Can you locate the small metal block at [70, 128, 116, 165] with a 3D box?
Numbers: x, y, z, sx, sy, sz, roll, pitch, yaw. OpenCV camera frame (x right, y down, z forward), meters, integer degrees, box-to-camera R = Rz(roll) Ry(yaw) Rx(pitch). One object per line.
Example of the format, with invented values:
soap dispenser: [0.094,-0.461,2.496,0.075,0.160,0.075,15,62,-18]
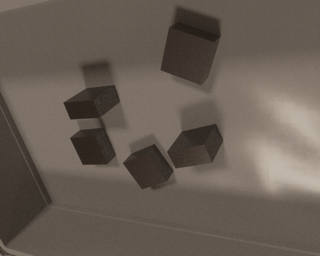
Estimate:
small metal block: [-0.103,0.029,0.479,0.050,0.025,0.050,-5,116,30]

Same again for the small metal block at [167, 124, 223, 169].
small metal block: [0.044,0.022,0.382,0.050,0.050,0.025,-14,111,33]

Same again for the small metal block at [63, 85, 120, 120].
small metal block: [-0.091,-0.035,0.417,0.050,0.050,0.025,-2,118,29]

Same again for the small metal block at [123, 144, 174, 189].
small metal block: [-0.017,0.057,0.451,0.050,0.025,0.050,-25,105,36]

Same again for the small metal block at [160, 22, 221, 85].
small metal block: [0.033,-0.082,0.340,0.050,0.025,0.050,23,127,14]
